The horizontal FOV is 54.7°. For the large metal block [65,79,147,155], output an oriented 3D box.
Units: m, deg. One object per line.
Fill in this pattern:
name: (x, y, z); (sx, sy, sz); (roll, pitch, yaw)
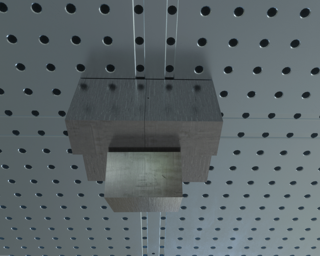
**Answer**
large metal block: (-0.057, -0.015, 0.361); (0.081, 0.080, 0.050); (1, 130, -1)

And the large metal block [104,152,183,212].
large metal block: (-0.017, 0.066, 0.363); (0.081, 0.050, 0.080); (0, 154, -1)

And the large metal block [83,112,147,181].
large metal block: (-0.057, 0.026, 0.414); (0.081, 0.050, 0.079); (1, 130, -1)

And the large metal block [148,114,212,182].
large metal block: (0.024, 0.027, 0.416); (0.081, 0.050, 0.079); (1, 130, -1)

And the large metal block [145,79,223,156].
large metal block: (0.024, -0.014, 0.363); (0.081, 0.080, 0.050); (1, 130, -1)
